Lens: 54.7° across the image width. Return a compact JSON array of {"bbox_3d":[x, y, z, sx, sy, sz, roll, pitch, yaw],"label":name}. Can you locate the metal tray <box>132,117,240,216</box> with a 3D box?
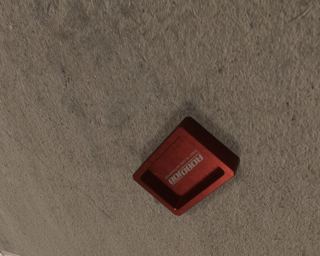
[{"bbox_3d":[0.031,0.056,0.420,0.090,0.030,0.129,41,129,0],"label":"metal tray"}]
